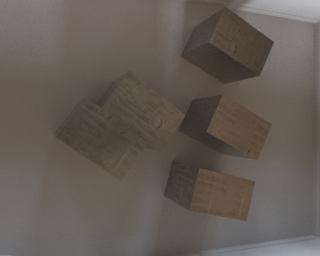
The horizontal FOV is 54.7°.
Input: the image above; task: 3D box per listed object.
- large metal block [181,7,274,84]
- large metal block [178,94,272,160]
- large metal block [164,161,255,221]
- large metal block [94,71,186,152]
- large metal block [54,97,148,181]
[{"bbox_3d":[0.087,-0.105,0.415,0.080,0.080,0.050,28,81,-18],"label":"large metal block"},{"bbox_3d":[0.084,0.000,0.414,0.080,0.080,0.050,28,81,-18],"label":"large metal block"},{"bbox_3d":[0.062,0.080,0.406,0.081,0.080,0.050,16,85,-20],"label":"large metal block"},{"bbox_3d":[-0.029,-0.018,0.371,0.080,0.080,0.050,37,78,-17],"label":"large metal block"},{"bbox_3d":[-0.071,0.012,0.356,0.080,0.080,0.050,38,78,-17],"label":"large metal block"}]
